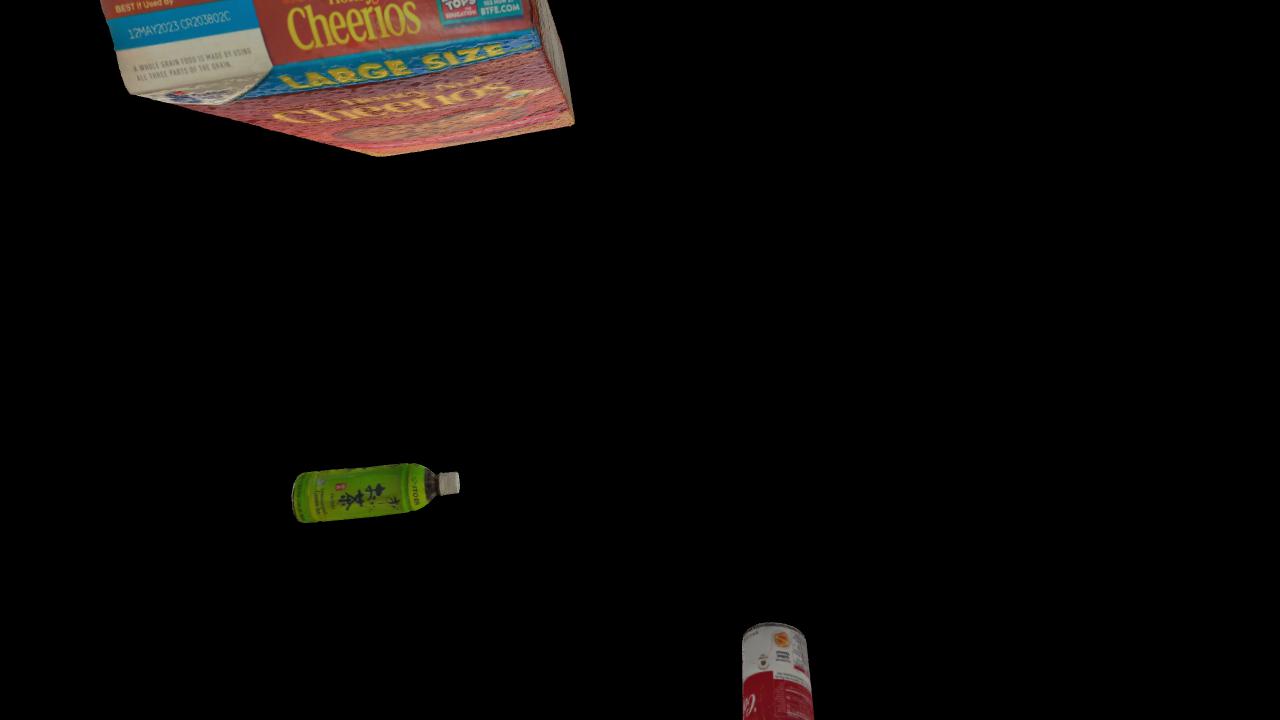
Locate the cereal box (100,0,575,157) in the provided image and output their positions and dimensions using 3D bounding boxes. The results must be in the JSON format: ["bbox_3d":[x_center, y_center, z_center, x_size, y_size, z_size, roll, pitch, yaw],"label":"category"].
[{"bbox_3d":[-0.158,-0.206,0.431,0.203,0.081,0.306,-9,14,0],"label":"cereal box"}]

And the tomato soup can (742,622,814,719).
[{"bbox_3d":[0.132,0.317,0.596,0.068,0.068,0.101,0,35,9],"label":"tomato soup can"}]

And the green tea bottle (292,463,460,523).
[{"bbox_3d":[-0.363,0.182,0.861,0.212,0.073,0.073,-4,1,-11],"label":"green tea bottle"}]
